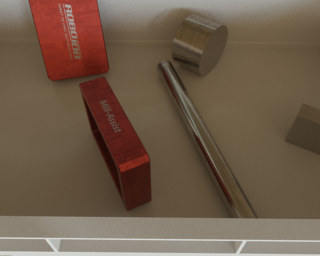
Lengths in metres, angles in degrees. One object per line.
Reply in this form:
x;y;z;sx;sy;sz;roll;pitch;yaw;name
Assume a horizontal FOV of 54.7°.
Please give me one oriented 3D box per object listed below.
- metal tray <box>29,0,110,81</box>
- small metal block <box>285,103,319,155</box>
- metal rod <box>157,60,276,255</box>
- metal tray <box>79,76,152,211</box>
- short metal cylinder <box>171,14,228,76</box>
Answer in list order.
-0.131;-0.141;0.455;0.091;0.129;0.030;-11;21;-9;metal tray
0.193;0.003;0.389;0.050;0.050;0.025;24;54;18;small metal block
0.054;0.013;0.394;0.025;0.025;0.299;-14;52;-12;metal rod
-0.051;0.016;0.348;0.030;0.089;0.130;-20;53;-16;metal tray
0.062;-0.128;0.478;0.050;0.080;0.080;31;56;23;short metal cylinder
